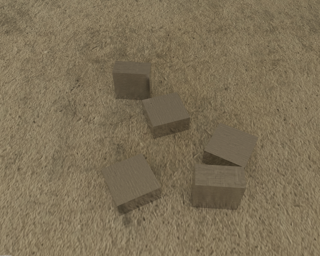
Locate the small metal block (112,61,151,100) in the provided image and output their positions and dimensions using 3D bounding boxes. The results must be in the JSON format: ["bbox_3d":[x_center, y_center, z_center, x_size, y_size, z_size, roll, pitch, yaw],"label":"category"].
[{"bbox_3d":[-0.038,-0.067,0.443,0.050,0.050,0.025,4,50,3],"label":"small metal block"}]

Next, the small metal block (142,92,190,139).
[{"bbox_3d":[0.007,-0.018,0.418,0.050,0.025,0.050,-14,52,-12],"label":"small metal block"}]

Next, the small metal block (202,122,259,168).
[{"bbox_3d":[0.086,0.027,0.381,0.050,0.025,0.050,23,54,18],"label":"small metal block"}]

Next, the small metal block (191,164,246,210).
[{"bbox_3d":[0.061,0.064,0.333,0.050,0.050,0.025,3,50,2],"label":"small metal block"}]

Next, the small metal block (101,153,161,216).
[{"bbox_3d":[-0.032,0.063,0.350,0.050,0.025,0.050,-20,53,-17],"label":"small metal block"}]
